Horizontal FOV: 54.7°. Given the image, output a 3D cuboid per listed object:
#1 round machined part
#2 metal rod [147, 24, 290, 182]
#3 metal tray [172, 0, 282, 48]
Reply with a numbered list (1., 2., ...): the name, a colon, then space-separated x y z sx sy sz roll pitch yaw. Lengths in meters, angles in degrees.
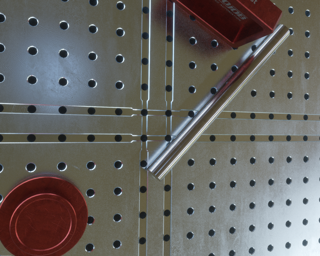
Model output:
1. round machined part: -0.132 0.105 0.355 0.099 0.042 0.097 0 90 -20
2. metal rod: 0.091 -0.044 0.445 0.025 0.025 0.301 47 76 -14
3. metal tray: 0.081 -0.163 0.407 0.130 0.090 0.030 31 80 -18
